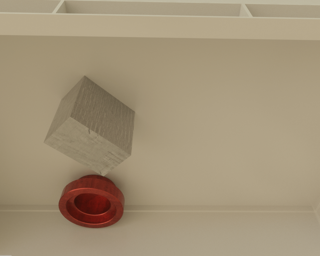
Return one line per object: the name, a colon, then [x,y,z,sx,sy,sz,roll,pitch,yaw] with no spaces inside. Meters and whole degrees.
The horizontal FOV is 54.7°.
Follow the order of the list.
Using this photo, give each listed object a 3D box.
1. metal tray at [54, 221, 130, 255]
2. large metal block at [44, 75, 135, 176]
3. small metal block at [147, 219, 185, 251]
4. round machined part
metal tray: [-0.125,0.217,0.591,0.131,0.030,0.089,0,130,-1]
large metal block: [-0.079,-0.003,0.370,0.080,0.080,0.050,36,121,-27]
small metal block: [0.012,0.202,0.584,0.050,0.025,0.050,-30,124,23]
round machined part: [-0.105,0.112,0.490,0.099,0.042,0.097,0,128,0]
